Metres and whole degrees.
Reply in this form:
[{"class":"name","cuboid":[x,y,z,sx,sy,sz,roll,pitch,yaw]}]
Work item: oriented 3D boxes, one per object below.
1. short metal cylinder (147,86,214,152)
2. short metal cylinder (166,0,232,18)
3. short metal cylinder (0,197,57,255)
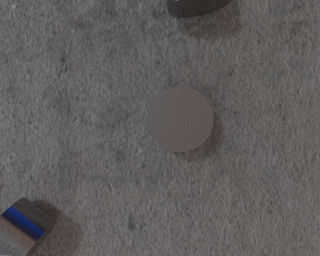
[{"class":"short metal cylinder","cuboid":[0.024,-0.011,0.398,0.081,0.050,0.079,0,90,-1]},{"class":"short metal cylinder","cuboid":[0.046,-0.177,0.383,0.080,0.080,0.050,-10,90,0]},{"class":"short metal cylinder","cuboid":[-0.174,0.133,0.380,0.050,0.080,0.080,37,90,-1]}]
